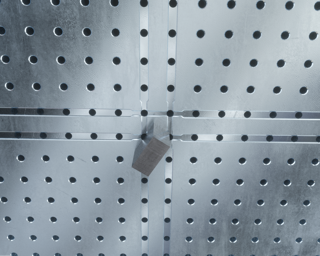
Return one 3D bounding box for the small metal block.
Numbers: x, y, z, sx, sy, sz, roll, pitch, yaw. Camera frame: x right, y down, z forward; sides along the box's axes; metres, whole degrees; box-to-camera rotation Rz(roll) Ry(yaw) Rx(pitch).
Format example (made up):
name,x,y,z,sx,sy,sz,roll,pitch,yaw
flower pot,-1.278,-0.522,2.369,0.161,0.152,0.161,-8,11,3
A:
name,x,y,z,sx,sy,sz,roll,pitch,yaw
small metal block,-0.012,0.028,0.410,0.025,0.050,0.050,32,107,-11
